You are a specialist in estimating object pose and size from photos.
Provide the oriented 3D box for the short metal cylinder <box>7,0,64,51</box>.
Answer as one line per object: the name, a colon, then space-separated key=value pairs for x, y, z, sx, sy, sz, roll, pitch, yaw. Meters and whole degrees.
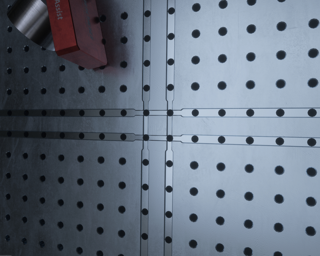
short metal cylinder: x=-0.166 y=-0.157 z=0.442 sx=0.050 sy=0.080 sz=0.080 roll=-43 pitch=77 yaw=15

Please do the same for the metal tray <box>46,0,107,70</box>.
metal tray: x=-0.113 y=-0.152 z=0.416 sx=0.030 sy=0.090 sz=0.129 roll=-12 pitch=86 yaw=13
